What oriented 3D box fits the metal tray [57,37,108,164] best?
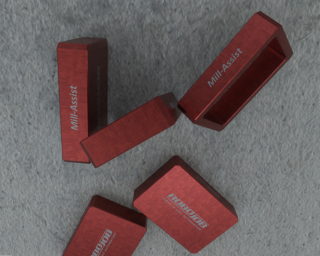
[{"bbox_3d":[-0.086,-0.035,0.359,0.030,0.090,0.129,4,110,2],"label":"metal tray"}]

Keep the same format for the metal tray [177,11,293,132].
[{"bbox_3d":[0.089,-0.057,0.356,0.130,0.090,0.030,-49,63,15],"label":"metal tray"}]

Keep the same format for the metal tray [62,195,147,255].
[{"bbox_3d":[-0.087,0.174,0.470,0.090,0.030,0.129,26,108,-10],"label":"metal tray"}]

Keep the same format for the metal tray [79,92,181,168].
[{"bbox_3d":[-0.024,-0.004,0.349,0.090,0.130,0.030,-29,93,11],"label":"metal tray"}]

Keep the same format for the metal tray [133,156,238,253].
[{"bbox_3d":[0.037,0.113,0.450,0.090,0.030,0.130,-43,105,14],"label":"metal tray"}]
